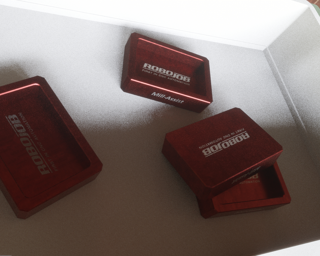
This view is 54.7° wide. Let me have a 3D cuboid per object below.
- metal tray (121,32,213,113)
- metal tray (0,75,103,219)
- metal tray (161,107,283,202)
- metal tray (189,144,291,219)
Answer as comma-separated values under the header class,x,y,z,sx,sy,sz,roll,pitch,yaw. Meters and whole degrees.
class,x,y,z,sx,sy,sz,roll,pitch,yaw
metal tray,0.012,-0.081,0.457,0.131,0.030,0.090,14,56,-21
metal tray,-0.133,0.014,0.321,0.091,0.030,0.130,-28,77,-37
metal tray,0.080,0.028,0.398,0.131,0.030,0.090,-20,53,-29
metal tray,0.106,0.067,0.418,0.131,0.030,0.090,1,61,-28
